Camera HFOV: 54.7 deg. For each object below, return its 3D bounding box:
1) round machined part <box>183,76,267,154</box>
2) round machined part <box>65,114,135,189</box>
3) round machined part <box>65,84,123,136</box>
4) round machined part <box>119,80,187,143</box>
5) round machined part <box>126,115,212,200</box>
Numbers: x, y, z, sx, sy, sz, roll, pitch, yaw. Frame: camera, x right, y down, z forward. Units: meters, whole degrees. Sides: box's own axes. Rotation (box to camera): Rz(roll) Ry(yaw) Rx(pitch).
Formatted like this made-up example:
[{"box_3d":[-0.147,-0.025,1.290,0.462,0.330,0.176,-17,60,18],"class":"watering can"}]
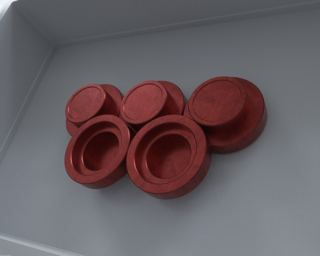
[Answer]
[{"box_3d":[0.072,-0.022,0.367,0.098,0.042,0.098,-14,55,21],"class":"round machined part"},{"box_3d":[-0.073,0.034,0.410,0.098,0.042,0.098,-13,56,21],"class":"round machined part"},{"box_3d":[-0.100,-0.027,0.460,0.098,0.042,0.098,-13,56,20],"class":"round machined part"},{"box_3d":[-0.014,-0.024,0.414,0.098,0.042,0.098,-14,55,21],"class":"round machined part"},{"box_3d":[0.013,0.036,0.363,0.098,0.042,0.098,-13,56,21],"class":"round machined part"}]
